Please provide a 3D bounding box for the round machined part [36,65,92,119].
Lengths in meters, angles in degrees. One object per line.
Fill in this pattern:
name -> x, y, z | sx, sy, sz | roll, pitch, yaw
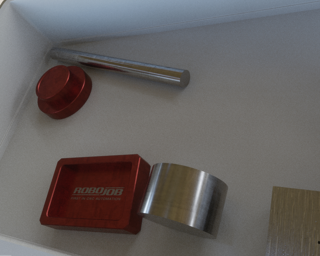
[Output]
round machined part -> -0.168, -0.067, 0.521 | 0.098, 0.042, 0.098 | -13, 56, 20

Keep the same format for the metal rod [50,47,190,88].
metal rod -> -0.083, -0.106, 0.512 | 0.300, 0.025, 0.025 | 18, 71, 34

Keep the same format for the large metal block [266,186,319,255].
large metal block -> 0.135, 0.099, 0.258 | 0.080, 0.050, 0.080 | 2, 63, 28

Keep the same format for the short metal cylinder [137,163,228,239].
short metal cylinder -> 0.023, 0.074, 0.312 | 0.080, 0.080, 0.050 | 5, 65, 30

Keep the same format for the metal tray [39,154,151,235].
metal tray -> -0.082, 0.083, 0.392 | 0.130, 0.030, 0.090 | -5, 59, 25
